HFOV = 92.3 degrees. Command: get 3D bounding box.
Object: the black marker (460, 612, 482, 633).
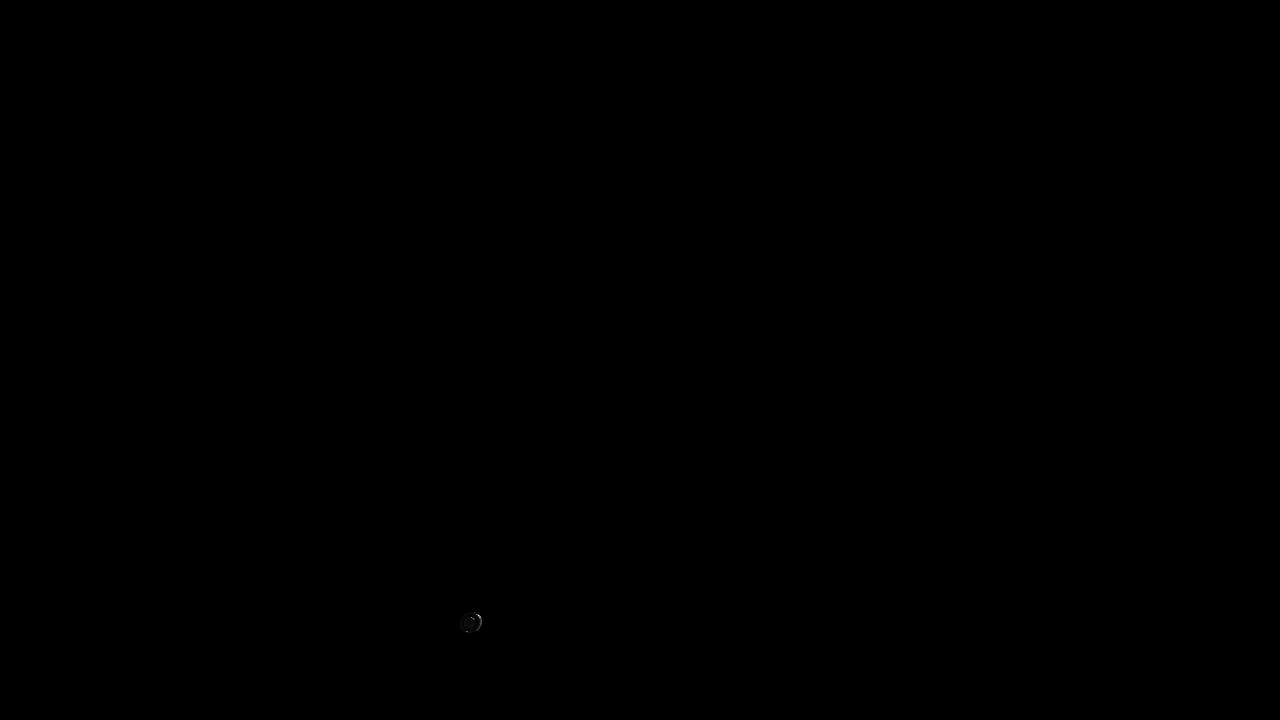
[{"bbox_3d":[-0.175,0.274,0.641,0.020,0.020,0.121,0,-23,-13],"label":"black marker"}]
